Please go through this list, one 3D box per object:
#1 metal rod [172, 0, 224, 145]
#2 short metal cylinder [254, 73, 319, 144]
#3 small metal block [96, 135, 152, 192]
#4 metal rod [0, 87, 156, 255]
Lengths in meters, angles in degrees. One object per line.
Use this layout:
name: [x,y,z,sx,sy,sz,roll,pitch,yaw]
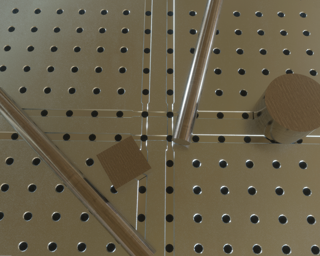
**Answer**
metal rod: [0.065,-0.118,0.455,0.025,0.025,0.299,14,70,5]
short metal cylinder: [0.171,-0.024,0.408,0.081,0.050,0.080,0,70,0]
small metal block: [-0.045,0.046,0.395,0.050,0.025,0.050,-30,73,-10]
metal rod: [-0.120,0.052,0.391,0.300,0.025,0.025,43,75,14]
